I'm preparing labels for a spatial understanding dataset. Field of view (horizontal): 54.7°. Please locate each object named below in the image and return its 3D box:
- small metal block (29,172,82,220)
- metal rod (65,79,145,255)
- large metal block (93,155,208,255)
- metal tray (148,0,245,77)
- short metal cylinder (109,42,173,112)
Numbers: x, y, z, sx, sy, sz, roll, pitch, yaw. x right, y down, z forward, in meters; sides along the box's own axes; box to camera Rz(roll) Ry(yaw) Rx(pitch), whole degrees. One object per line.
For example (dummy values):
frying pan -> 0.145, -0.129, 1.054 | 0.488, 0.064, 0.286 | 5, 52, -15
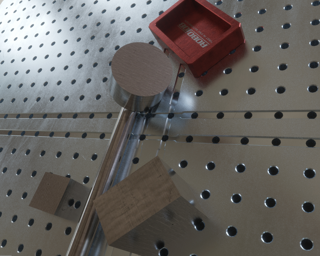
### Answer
small metal block -> -0.143, 0.092, 0.425 | 0.050, 0.025, 0.050 | 7, 65, 31
metal rod -> -0.061, 0.033, 0.418 | 0.025, 0.025, 0.300 | 3, 63, 29
large metal block -> -0.008, 0.085, 0.324 | 0.080, 0.080, 0.050 | -36, 52, 4
metal tray -> 0.051, -0.144, 0.465 | 0.090, 0.030, 0.130 | -38, 51, 2
short metal cylinder -> -0.028, -0.069, 0.423 | 0.081, 0.050, 0.080 | 5, 69, -12
